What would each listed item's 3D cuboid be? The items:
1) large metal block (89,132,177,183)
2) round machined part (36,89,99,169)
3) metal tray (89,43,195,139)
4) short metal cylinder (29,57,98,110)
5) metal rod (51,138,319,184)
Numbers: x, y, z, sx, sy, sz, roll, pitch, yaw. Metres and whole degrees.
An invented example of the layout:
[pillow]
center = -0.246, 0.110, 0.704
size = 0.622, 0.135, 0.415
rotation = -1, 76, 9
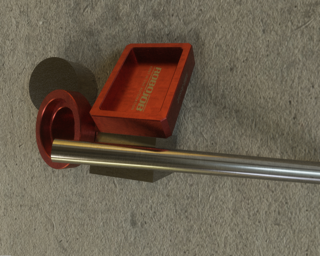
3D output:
[large metal block]
center = -0.030, 0.032, 0.390
size = 0.080, 0.080, 0.050
rotation = 5, 92, 19
[round machined part]
center = -0.112, 0.002, 0.393
size = 0.098, 0.042, 0.097
rotation = -1, 88, 39
[metal tray]
center = -0.016, -0.051, 0.372
size = 0.090, 0.030, 0.130
rotation = 5, 52, 19
[short metal cylinder]
center = -0.137, -0.057, 0.444
size = 0.080, 0.050, 0.079
rotation = 0, 90, 19
[metal rod]
center = 0.041, 0.037, 0.333
size = 0.302, 0.025, 0.025
rotation = 5, 92, -5
